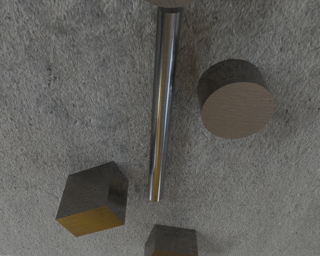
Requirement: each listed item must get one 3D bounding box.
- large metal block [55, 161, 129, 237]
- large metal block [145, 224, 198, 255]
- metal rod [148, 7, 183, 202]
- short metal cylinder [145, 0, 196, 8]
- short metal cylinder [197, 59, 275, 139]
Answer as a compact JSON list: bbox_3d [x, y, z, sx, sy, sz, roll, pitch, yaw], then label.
[{"bbox_3d":[-0.097,0.105,0.459,0.080,0.080,0.050,-19,128,15],"label":"large metal block"},{"bbox_3d":[0.019,0.232,0.588,0.081,0.050,0.079,12,129,-10],"label":"large metal block"},{"bbox_3d":[0.001,-0.005,0.403,0.025,0.025,0.298,2,130,-2],"label":"metal rod"},{"bbox_3d":[0.009,-0.151,0.263,0.081,0.050,0.079,0,130,0],"label":"short metal cylinder"},{"bbox_3d":[0.086,-0.033,0.364,0.081,0.050,0.079,0,130,0],"label":"short metal cylinder"}]
